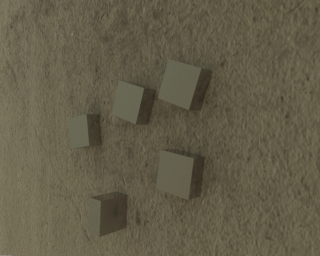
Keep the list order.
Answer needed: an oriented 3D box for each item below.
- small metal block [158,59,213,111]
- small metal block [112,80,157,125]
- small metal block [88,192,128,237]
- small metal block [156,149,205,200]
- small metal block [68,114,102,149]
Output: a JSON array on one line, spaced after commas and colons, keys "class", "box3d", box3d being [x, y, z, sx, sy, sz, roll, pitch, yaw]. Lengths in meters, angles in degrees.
[{"class": "small metal block", "box3d": [0.030, -0.053, 0.379, 0.050, 0.025, 0.050, 25, 106, 37]}, {"class": "small metal block", "box3d": [-0.037, -0.036, 0.433, 0.050, 0.025, 0.050, 23, 104, 37]}, {"class": "small metal block", "box3d": [-0.075, 0.123, 0.448, 0.025, 0.050, 0.050, 5, 93, 40]}, {"class": "small metal block", "box3d": [0.025, 0.055, 0.383, 0.050, 0.025, 0.050, 11, 97, 39]}, {"class": "small metal block", "box3d": [-0.122, 0.006, 0.503, 0.050, 0.025, 0.050, -10, 84, 39]}]
